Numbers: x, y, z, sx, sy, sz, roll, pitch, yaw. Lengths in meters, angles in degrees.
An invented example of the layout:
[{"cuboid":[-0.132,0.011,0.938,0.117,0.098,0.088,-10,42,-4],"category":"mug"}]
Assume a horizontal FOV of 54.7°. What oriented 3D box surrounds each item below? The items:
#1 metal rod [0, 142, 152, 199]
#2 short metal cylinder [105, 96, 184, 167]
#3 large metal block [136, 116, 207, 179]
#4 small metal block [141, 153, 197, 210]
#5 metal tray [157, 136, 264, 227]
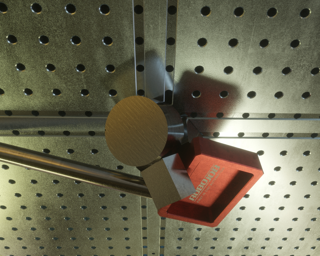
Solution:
[{"cuboid":[-0.142,0.049,0.413,0.302,0.025,0.025,13,130,3],"category":"metal rod"},{"cuboid":[-0.018,0.004,0.371,0.080,0.080,0.050,-28,168,21],"category":"short metal cylinder"},{"cuboid":[0.025,0.042,0.430,0.080,0.050,0.080,-28,125,21],"category":"large metal block"},{"cuboid":[0.009,0.064,0.371,0.025,0.050,0.050,-15,164,-41],"category":"small metal block"},{"cuboid":[0.060,0.076,0.404,0.091,0.030,0.129,16,128,-14],"category":"metal tray"}]
